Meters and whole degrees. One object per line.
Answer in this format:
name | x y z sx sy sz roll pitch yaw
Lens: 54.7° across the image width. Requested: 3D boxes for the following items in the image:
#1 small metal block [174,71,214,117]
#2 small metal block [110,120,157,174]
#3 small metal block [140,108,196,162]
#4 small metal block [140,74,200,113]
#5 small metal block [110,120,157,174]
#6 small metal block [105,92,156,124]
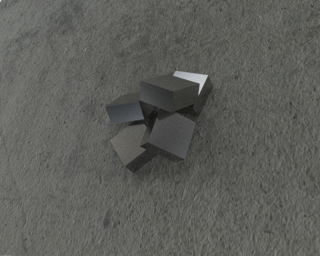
small metal block | 0.036 -0.046 0.414 0.050 0.025 0.050 15 69 33
small metal block | -0.030 0.022 0.406 0.050 0.025 0.050 -38 51 2
small metal block | 0.010 0.008 0.375 0.025 0.050 0.050 -30 38 61
small metal block | 0.012 -0.044 0.375 0.050 0.025 0.050 24 31 36
small metal block | -0.030 0.022 0.406 0.050 0.025 0.050 -38 51 2
small metal block | -0.038 -0.030 0.426 0.050 0.025 0.050 -7 21 24
